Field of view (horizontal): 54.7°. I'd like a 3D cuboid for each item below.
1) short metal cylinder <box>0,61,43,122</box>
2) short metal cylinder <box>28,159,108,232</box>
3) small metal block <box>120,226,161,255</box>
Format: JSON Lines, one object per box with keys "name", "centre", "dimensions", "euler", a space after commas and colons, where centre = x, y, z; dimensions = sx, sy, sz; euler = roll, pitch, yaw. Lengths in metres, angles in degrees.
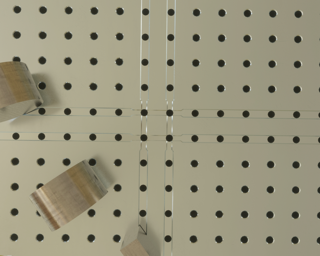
{"name": "short metal cylinder", "centre": [-0.195, -0.042, 0.384], "dimensions": [0.080, 0.080, 0.050], "euler": [-24, 90, 0]}
{"name": "short metal cylinder", "centre": [-0.113, 0.082, 0.385], "dimensions": [0.080, 0.080, 0.050], "euler": [-34, 90, 0]}
{"name": "small metal block", "centre": [-0.024, 0.161, 0.401], "dimensions": [0.025, 0.050, 0.050], "euler": [-36, 90, 0]}
